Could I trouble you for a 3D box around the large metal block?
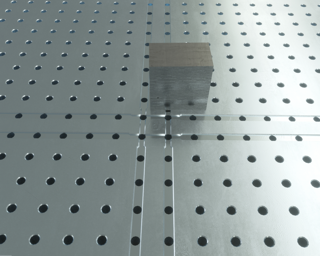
[{"bbox_3d":[0.026,-0.070,0.431,0.081,0.080,0.050,-1,50,-1],"label":"large metal block"}]
